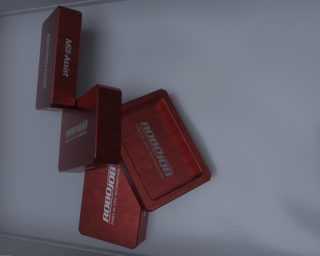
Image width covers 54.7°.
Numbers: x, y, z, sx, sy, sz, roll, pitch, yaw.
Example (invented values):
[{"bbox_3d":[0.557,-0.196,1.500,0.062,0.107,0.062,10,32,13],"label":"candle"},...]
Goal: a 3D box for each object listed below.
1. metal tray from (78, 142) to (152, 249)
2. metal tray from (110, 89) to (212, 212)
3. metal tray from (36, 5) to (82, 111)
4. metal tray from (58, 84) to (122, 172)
[{"bbox_3d":[-0.060,0.090,0.429,0.090,0.030,0.129,8,93,19],"label":"metal tray"},{"bbox_3d":[-0.007,0.026,0.384,0.091,0.030,0.130,-24,80,-19],"label":"metal tray"},{"bbox_3d":[-0.142,-0.089,0.428,0.090,0.030,0.129,1,87,56],"label":"metal tray"},{"bbox_3d":[-0.093,0.007,0.394,0.130,0.030,0.090,-19,67,53],"label":"metal tray"}]
